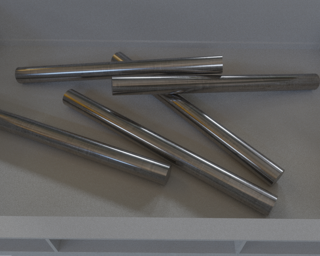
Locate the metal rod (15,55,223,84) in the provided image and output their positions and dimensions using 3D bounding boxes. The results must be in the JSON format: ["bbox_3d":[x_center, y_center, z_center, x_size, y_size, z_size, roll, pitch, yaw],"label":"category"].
[{"bbox_3d":[-0.063,-0.084,0.448,0.302,0.025,0.025,-1,50,8],"label":"metal rod"}]

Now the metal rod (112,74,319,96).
[{"bbox_3d":[0.085,-0.062,0.435,0.302,0.025,0.025,-3,50,-12],"label":"metal rod"}]

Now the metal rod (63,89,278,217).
[{"bbox_3d":[-0.003,0.020,0.387,0.301,0.025,0.025,27,55,20],"label":"metal rod"}]

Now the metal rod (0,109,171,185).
[{"bbox_3d":[-0.131,0.012,0.392,0.301,0.025,0.025,17,52,13],"label":"metal rod"}]

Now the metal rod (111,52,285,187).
[{"bbox_3d":[0.034,-0.026,0.427,0.025,0.025,0.300,-35,59,-26],"label":"metal rod"}]
